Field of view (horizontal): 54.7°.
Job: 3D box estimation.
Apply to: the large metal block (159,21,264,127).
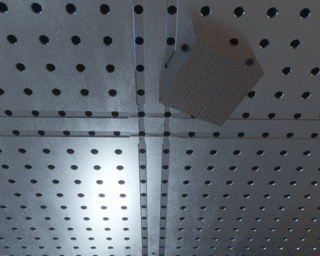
[{"bbox_3d":[0.053,-0.058,0.347,0.080,0.050,0.079,20,127,-17],"label":"large metal block"}]
